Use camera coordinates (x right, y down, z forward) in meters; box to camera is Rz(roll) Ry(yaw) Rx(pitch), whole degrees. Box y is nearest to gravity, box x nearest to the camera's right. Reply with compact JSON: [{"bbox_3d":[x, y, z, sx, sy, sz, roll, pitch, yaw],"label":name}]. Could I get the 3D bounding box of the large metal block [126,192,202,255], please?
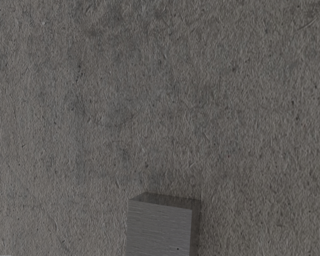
[{"bbox_3d":[0.005,0.131,0.394,0.080,0.050,0.080,4,91,20],"label":"large metal block"}]
